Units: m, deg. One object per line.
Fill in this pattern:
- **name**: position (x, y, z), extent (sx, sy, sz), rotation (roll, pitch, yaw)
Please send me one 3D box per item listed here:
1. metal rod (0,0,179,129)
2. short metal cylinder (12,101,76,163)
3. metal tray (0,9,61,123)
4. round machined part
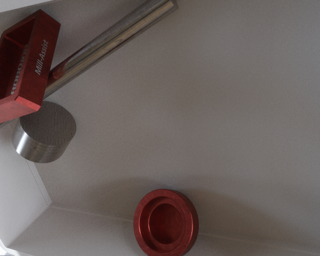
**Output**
- **metal rod**: position (-0.110, -0.072, 0.379), extent (0.300, 0.025, 0.025), rotation (-27, 104, 23)
- **short metal cylinder**: position (-0.174, 0.006, 0.466), extent (0.080, 0.080, 0.050), rotation (41, 129, -1)
- **metal tray**: position (-0.177, -0.077, 0.391), extent (0.090, 0.130, 0.030), rotation (-12, 152, 32)
- **round machined part**: position (0.013, 0.140, 0.455), extent (0.098, 0.042, 0.098), rotation (-9, 72, 30)
